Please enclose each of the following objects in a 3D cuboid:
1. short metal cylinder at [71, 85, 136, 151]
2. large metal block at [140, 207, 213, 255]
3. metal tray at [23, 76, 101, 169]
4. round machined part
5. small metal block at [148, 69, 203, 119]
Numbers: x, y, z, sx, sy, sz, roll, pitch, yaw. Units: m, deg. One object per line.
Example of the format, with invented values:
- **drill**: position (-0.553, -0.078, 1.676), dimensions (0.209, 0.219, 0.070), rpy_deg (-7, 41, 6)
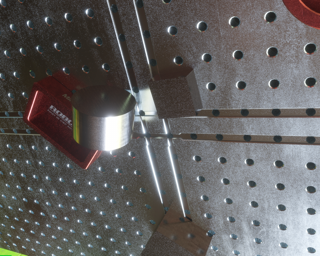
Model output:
- **short metal cylinder**: position (-0.073, -0.015, 0.403), dimensions (0.080, 0.080, 0.050), rpy_deg (20, 126, 16)
- **large metal block**: position (0.026, 0.188, 0.497), dimensions (0.080, 0.050, 0.079), rpy_deg (31, 128, 7)
- **metal tray**: position (-0.142, -0.007, 0.476), dimensions (0.130, 0.030, 0.089), rpy_deg (39, 129, 1)
- **round machined part**: position (0.146, -0.130, 0.243), dimensions (0.098, 0.042, 0.097), rpy_deg (13, 124, 20)
- **small metal block**: position (0.019, -0.040, 0.375), dimensions (0.050, 0.025, 0.050), rpy_deg (-3, 117, 29)
